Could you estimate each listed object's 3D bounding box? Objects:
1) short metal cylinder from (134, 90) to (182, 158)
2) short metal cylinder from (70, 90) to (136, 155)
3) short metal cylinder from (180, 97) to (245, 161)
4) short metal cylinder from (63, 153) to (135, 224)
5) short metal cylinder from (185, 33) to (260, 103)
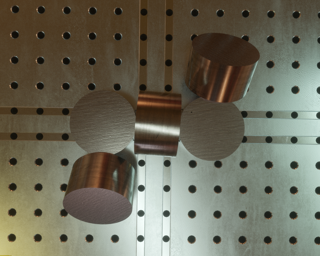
[{"bbox_3d":[-0.003,-0.005,0.386,0.050,0.080,0.079,5,90,0],"label":"short metal cylinder"},{"bbox_3d":[-0.069,-0.006,0.399,0.081,0.050,0.079,0,90,-1],"label":"short metal cylinder"},{"bbox_3d":[0.063,0.000,0.401,0.081,0.050,0.079,0,90,-1],"label":"short metal cylinder"},{"bbox_3d":[-0.072,0.075,0.379,0.081,0.050,0.079,0,134,1],"label":"short metal cylinder"},{"bbox_3d":[0.074,-0.075,0.380,0.081,0.080,0.050,9,132,-1],"label":"short metal cylinder"}]
